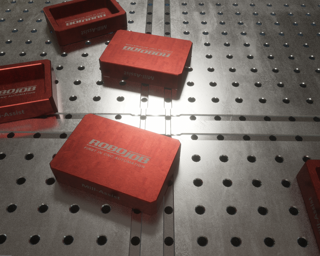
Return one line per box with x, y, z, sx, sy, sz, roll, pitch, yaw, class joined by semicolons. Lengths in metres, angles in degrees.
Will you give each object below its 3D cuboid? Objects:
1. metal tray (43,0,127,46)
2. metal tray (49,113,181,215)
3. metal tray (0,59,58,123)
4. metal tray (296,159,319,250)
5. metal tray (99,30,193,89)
-0.138;-0.204;0.574;0.131;0.030;0.090;-22;54;-18;metal tray
-0.050;0.039;0.371;0.130;0.030;0.090;17;52;13;metal tray
-0.219;-0.051;0.444;0.131;0.030;0.090;-11;51;-10;metal tray
0.210;0.095;0.326;0.091;0.030;0.130;1;50;0;metal tray
-0.020;-0.113;0.499;0.131;0.030;0.090;12;51;9;metal tray
